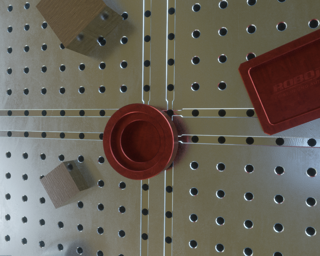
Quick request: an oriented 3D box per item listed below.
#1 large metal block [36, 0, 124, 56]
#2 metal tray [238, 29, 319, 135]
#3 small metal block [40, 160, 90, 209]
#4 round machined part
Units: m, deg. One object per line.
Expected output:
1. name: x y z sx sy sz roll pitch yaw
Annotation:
1. large metal block: -0.113 -0.164 0.439 0.080 0.050 0.080 -40 78 15
2. metal tray: 0.167 -0.055 0.350 0.130 0.030 0.090 -22 83 18
3. small metal block: -0.142 0.084 0.463 0.050 0.025 0.050 -37 79 16
4. round machined part: -0.022 0.017 0.411 0.098 0.042 0.097 0 90 20
